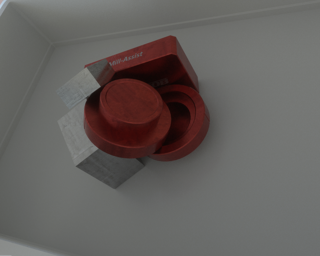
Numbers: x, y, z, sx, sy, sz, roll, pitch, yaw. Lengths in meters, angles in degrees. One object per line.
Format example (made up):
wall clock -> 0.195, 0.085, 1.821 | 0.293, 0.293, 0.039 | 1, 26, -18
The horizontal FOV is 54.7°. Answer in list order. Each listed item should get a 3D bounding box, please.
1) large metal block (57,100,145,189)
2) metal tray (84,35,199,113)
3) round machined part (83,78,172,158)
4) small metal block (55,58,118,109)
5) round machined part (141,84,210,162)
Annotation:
large metal block -> -0.074, 0.020, 0.394 | 0.050, 0.080, 0.080 | -38, 51, 3
metal tray -> -0.024, -0.063, 0.411 | 0.130, 0.090, 0.030 | -14, 57, 20
round machined part -> -0.034, -0.018, 0.346 | 0.099, 0.042, 0.098 | 9, 48, -10
small metal block -> -0.084, -0.052, 0.359 | 0.050, 0.025, 0.050 | -30, 12, 24
round machined part -> 0.015, -0.003, 0.387 | 0.098, 0.042, 0.098 | -13, 56, 20
